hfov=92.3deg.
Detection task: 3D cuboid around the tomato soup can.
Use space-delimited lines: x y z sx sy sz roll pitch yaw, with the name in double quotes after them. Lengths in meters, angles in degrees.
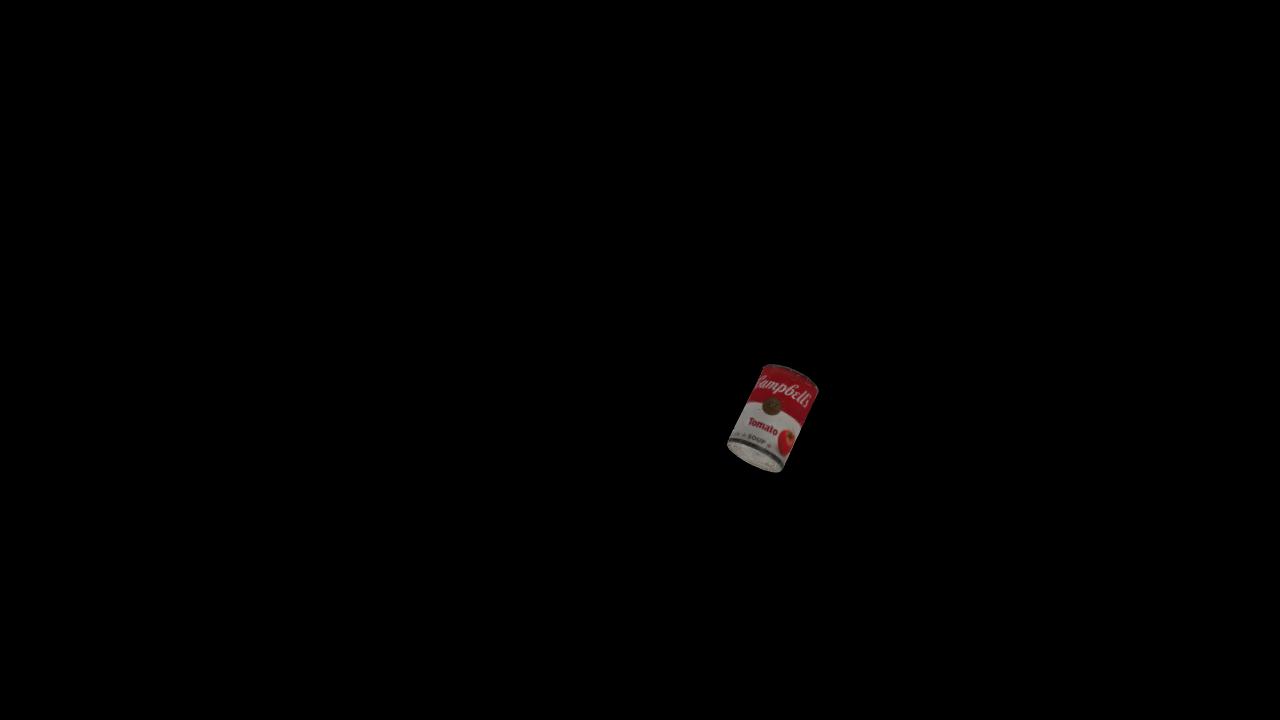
0.146 0.065 0.682 0.068 0.101 0.068 27 -17 9 "tomato soup can"
